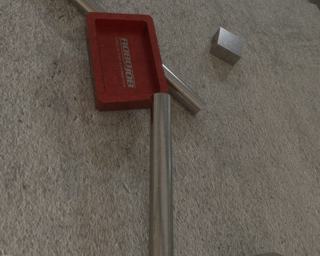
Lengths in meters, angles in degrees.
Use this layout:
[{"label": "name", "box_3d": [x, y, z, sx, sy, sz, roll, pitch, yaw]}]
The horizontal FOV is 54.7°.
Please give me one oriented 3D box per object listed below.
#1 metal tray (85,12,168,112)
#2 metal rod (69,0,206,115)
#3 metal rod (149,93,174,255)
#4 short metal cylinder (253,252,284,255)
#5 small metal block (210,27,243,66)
[{"label": "metal tray", "box_3d": [-0.046, -0.089, 0.410, 0.091, 0.030, 0.129, -5, 72, -20]}, {"label": "metal rod", "box_3d": [-0.051, -0.129, 0.456, 0.300, 0.025, 0.025, 42, 51, 1]}, {"label": "metal rod", "box_3d": [0.001, 0.100, 0.319, 0.025, 0.025, 0.299, 10, 65, -23]}, {"label": "short metal cylinder", "box_3d": [0.114, 0.183, 0.340, 0.081, 0.050, 0.080, 14, 56, -21]}, {"label": "small metal block", "box_3d": [0.121, -0.148, 0.562, 0.050, 0.025, 0.050, 25, 53, -13]}]
